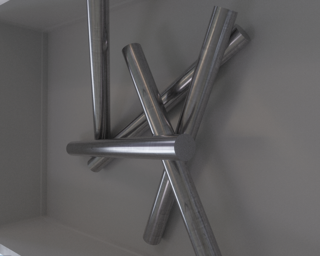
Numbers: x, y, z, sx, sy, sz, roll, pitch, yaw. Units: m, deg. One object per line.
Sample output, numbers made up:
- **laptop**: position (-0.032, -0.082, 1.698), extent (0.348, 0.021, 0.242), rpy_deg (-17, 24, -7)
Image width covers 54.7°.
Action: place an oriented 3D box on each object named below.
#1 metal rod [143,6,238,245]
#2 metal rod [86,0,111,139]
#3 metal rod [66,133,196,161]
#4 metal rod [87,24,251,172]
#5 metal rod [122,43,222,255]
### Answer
- **metal rod**: position (0.028, 0.014, 0.364), extent (0.025, 0.025, 0.298), rpy_deg (31, 115, 35)
- **metal rod**: position (-0.075, -0.090, 0.384), extent (0.025, 0.025, 0.298), rpy_deg (42, 142, 32)
- **metal rod**: position (-0.062, 0.026, 0.403), extent (0.299, 0.025, 0.025), rpy_deg (-6, 86, 55)
- **metal rod**: position (-0.007, -0.021, 0.412), extent (0.299, 0.025, 0.025), rpy_deg (-40, 66, 32)
- **metal rod**: position (0.015, 0.038, 0.342), extent (0.025, 0.025, 0.299), rpy_deg (-32, 71, 35)
